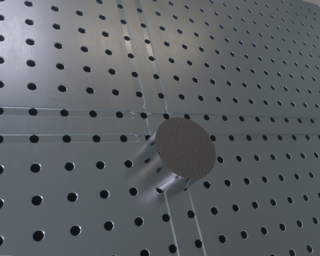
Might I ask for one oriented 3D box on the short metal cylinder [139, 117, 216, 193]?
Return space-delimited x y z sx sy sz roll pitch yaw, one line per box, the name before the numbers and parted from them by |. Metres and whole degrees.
short metal cylinder | 0.021 0.034 0.382 0.081 0.050 0.080 13 56 -21
